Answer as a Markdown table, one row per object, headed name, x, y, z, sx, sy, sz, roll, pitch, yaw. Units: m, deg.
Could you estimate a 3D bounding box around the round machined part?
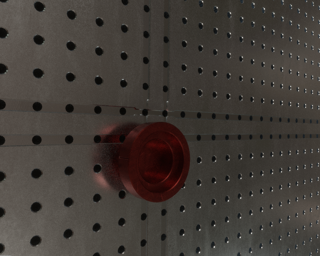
| name | x | y | z | sx | sy | sz | roll | pitch | yaw |
| --- | --- | --- | --- | --- | --- | --- | --- | --- | --- |
| round machined part | -0.011 | 0.041 | 0.391 | 0.099 | 0.042 | 0.097 | 0 | 90 | -40 |
